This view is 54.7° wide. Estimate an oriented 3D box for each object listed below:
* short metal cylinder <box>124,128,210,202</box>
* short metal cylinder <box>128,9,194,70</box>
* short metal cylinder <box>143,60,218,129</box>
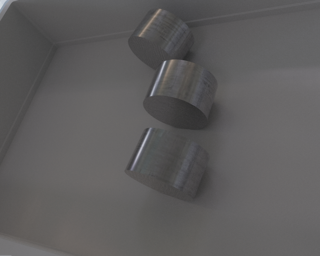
[{"bbox_3d":[0.008,0.041,0.341,0.080,0.080,0.050,12,68,33],"label":"short metal cylinder"},{"bbox_3d":[0.002,-0.123,0.445,0.080,0.080,0.050,22,74,36],"label":"short metal cylinder"},{"bbox_3d":[0.025,-0.039,0.381,0.080,0.080,0.050,6,65,31],"label":"short metal cylinder"}]
